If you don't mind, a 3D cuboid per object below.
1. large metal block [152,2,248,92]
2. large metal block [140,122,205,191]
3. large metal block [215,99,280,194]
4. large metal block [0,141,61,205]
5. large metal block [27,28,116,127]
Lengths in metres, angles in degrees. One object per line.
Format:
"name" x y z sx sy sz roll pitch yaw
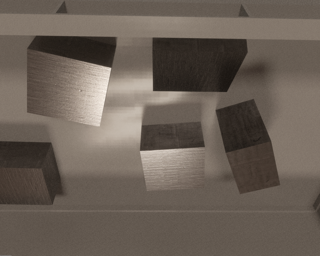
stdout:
"large metal block" 0.033 -0.076 0.306 0.081 0.050 0.080 1 162 -1
"large metal block" 0.018 0.040 0.427 0.080 0.050 0.079 -4 130 3
"large metal block" 0.111 0.024 0.395 0.050 0.080 0.080 -16 129 13
"large metal block" -0.196 0.066 0.446 0.081 0.050 0.079 2 130 -2
"large metal block" -0.098 -0.055 0.345 0.081 0.050 0.079 12 129 -10
